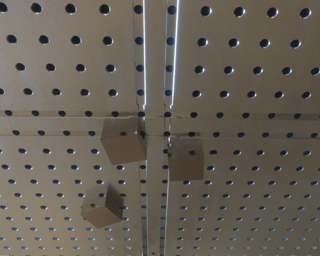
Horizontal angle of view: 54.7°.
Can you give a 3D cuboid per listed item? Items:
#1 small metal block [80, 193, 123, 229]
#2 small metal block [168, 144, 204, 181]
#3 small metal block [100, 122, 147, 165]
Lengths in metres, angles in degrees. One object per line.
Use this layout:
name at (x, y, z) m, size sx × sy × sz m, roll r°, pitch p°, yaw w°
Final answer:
small metal block at (-0.099, 0.144, 0.533) m, size 0.050 × 0.025 × 0.050 m, roll -23°, pitch 127°, yaw 18°
small metal block at (0.038, 0.052, 0.456) m, size 0.050 × 0.025 × 0.050 m, roll -4°, pitch 130°, yaw 2°
small metal block at (-0.049, 0.022, 0.430) m, size 0.050 × 0.025 × 0.050 m, roll -10°, pitch 130°, yaw 8°
